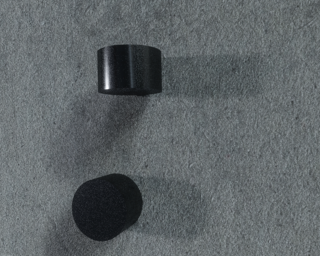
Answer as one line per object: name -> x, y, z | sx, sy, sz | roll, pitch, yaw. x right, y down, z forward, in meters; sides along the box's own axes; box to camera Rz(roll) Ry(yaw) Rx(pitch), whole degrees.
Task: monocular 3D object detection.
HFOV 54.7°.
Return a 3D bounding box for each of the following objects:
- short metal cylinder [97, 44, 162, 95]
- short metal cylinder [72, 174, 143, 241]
short metal cylinder -> -0.038, -0.071, 0.393 | 0.080, 0.080, 0.050 | -1, 90, 20
short metal cylinder -> -0.070, 0.105, 0.420 | 0.080, 0.050, 0.080 | 0, 90, 20
